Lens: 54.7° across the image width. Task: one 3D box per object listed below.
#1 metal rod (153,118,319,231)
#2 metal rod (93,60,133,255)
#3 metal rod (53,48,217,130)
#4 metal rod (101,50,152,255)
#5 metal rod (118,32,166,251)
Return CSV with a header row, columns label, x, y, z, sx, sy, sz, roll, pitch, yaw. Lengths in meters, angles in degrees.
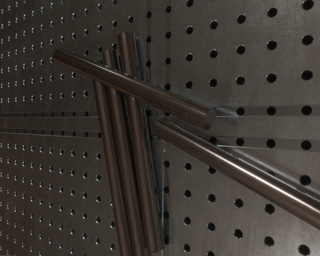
label,x,y,z,sx,sy,sz,roll,pitch,yaw
metal rod,0.107,0.058,0.320,0.300,0.025,0.025,29,108,35
metal rod,-0.070,0.044,0.464,0.025,0.025,0.298,-17,79,38
metal rod,-0.055,-0.064,0.418,0.300,0.025,0.025,27,107,36
metal rod,-0.049,0.032,0.447,0.025,0.025,0.298,-17,79,38
metal rod,-0.027,0.013,0.429,0.025,0.025,0.298,-14,81,39
